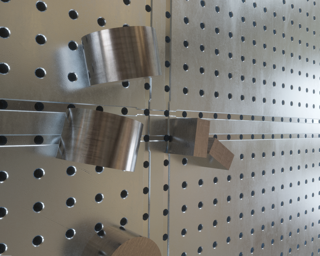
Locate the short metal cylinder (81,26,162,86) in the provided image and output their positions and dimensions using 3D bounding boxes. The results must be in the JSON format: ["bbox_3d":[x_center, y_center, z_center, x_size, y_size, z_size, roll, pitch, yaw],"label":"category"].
[{"bbox_3d":[-0.041,-0.077,0.339,0.081,0.080,0.050,-15,100,-39],"label":"short metal cylinder"}]

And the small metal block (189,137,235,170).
[{"bbox_3d":[0.071,0.037,0.453,0.050,0.050,0.025,39,66,-33],"label":"small metal block"}]

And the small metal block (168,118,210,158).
[{"bbox_3d":[0.039,0.013,0.426,0.025,0.050,0.050,12,83,-40],"label":"small metal block"}]

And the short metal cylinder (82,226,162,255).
[{"bbox_3d":[-0.044,0.159,0.356,0.081,0.050,0.079,0,90,-40],"label":"short metal cylinder"}]

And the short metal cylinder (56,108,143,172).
[{"bbox_3d":[-0.061,0.014,0.322,0.081,0.080,0.050,17,80,-39],"label":"short metal cylinder"}]
